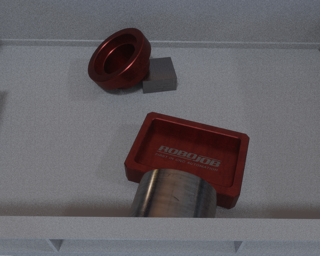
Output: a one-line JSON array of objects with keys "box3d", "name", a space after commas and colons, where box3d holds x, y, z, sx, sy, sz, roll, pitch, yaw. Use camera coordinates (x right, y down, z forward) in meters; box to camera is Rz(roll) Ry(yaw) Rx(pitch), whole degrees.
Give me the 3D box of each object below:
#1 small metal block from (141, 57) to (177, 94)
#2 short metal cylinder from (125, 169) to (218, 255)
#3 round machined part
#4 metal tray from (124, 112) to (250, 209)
[{"box3d": [-0.004, -0.081, 0.473, 0.050, 0.025, 0.050, -7, 50, -7], "name": "small metal block"}, {"box3d": [0.012, 0.083, 0.300, 0.080, 0.080, 0.050, 11, 51, 9], "name": "short metal cylinder"}, {"box3d": [-0.054, -0.096, 0.456, 0.098, 0.042, 0.098, -18, 52, 24], "name": "round machined part"}, {"box3d": [0.034, 0.035, 0.372, 0.131, 0.030, 0.090, 14, 51, 11], "name": "metal tray"}]
